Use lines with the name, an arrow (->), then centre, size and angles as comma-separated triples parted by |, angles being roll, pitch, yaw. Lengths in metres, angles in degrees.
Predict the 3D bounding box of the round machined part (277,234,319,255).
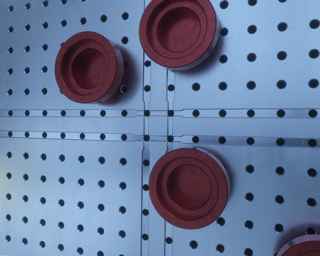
round machined part -> 0.176, 0.166, 0.341 | 0.098, 0.042, 0.097 | 0, 90, 20

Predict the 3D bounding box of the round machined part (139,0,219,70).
round machined part -> 0.027, -0.122, 0.395 | 0.098, 0.042, 0.097 | 0, 90, 20

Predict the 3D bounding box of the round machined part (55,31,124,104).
round machined part -> -0.095, -0.082, 0.438 | 0.098, 0.042, 0.097 | 0, 90, 20

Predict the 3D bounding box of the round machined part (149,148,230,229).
round machined part -> 0.039, 0.072, 0.390 | 0.098, 0.042, 0.097 | 0, 90, 20
